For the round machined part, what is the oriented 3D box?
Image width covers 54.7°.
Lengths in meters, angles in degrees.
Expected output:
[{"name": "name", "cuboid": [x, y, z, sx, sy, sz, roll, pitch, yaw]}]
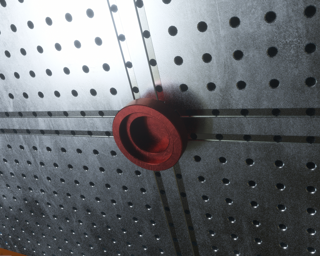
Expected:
[{"name": "round machined part", "cuboid": [-0.009, 0.005, 0.407, 0.098, 0.042, 0.097, 13, 124, 20]}]
